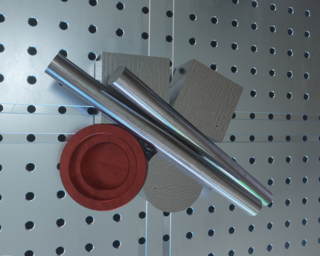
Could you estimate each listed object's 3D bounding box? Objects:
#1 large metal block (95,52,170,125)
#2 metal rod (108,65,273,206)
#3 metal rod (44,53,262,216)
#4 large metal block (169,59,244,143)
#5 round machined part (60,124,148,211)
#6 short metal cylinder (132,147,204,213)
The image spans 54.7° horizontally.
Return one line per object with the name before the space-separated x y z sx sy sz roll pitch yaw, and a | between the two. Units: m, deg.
large metal block | -0.035 -0.044 0.379 0.081 0.050 0.079 1 90 -20
metal rod | 0.057 0.026 0.390 0.301 0.025 0.025 38 78 -31
metal rod | 0.007 0.019 0.357 0.301 0.025 0.025 36 78 -18
large metal block | 0.052 -0.034 0.414 0.080 0.050 0.080 26 82 -18
round machined part | -0.062 0.045 0.365 0.099 0.042 0.097 0 87 3
short metal cylinder | 0.009 0.062 0.398 0.081 0.050 0.079 0 90 -20
